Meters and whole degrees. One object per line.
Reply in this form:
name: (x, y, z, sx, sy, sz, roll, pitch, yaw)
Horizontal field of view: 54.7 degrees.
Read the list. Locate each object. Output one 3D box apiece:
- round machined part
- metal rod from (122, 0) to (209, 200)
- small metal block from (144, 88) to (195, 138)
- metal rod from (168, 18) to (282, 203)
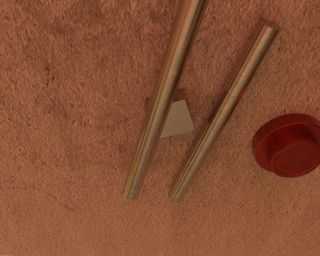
round machined part: (0.181, 0.031, 0.425, 0.099, 0.042, 0.097, -1, 130, 0)
metal rod: (-0.004, -0.016, 0.361, 0.025, 0.025, 0.298, 11, 129, -10)
small metal block: (0.013, -0.018, 0.393, 0.050, 0.025, 0.050, -14, 129, 11)
metal rod: (0.069, 0.002, 0.409, 0.025, 0.025, 0.298, 13, 129, -11)
